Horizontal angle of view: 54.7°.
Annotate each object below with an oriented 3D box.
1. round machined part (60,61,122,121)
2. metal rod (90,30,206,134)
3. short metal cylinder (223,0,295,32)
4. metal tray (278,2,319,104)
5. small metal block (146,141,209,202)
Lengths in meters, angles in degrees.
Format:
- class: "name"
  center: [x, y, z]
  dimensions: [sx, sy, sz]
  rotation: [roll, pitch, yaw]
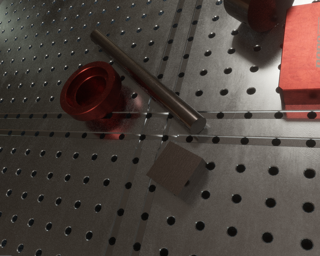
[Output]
- class: "round machined part"
  center: [-0.102, -0.052, 0.481]
  dimensions: [0.098, 0.042, 0.098]
  rotation: [-13, 56, 20]
- class: "metal rod"
  center: [-0.035, -0.086, 0.477]
  dimensions: [0.025, 0.025, 0.300]
  rotation: [-43, 51, -2]
- class: "short metal cylinder"
  center: [0.132, -0.176, 0.411]
  dimensions: [0.080, 0.080, 0.050]
  rotation: [-39, 51, 2]
- class: "metal tray"
  center: [0.192, -0.091, 0.360]
  dimensions: [0.090, 0.030, 0.130]
  rotation: [2, 62, 28]
- class: "small metal block"
  center: [0.021, 0.050, 0.365]
  dimensions: [0.050, 0.025, 0.050]
  rotation: [27, 76, 37]
